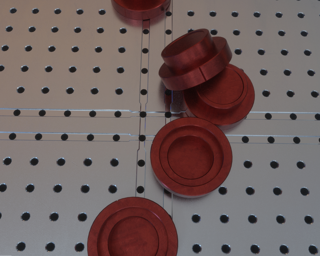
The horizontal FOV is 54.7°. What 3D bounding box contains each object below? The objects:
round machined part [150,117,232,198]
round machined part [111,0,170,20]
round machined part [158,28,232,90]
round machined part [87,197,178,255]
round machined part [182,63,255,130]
[{"bbox_3d":[0.037,0.039,0.389,0.099,0.042,0.098,0,70,-1],"label":"round machined part"},{"bbox_3d":[-0.031,-0.222,0.484,0.099,0.042,0.098,0,70,-1],"label":"round machined part"},{"bbox_3d":[0.041,-0.095,0.408,0.098,0.098,0.042,-39,118,-13],"label":"round machined part"},{"bbox_3d":[-0.030,0.131,0.355,0.099,0.042,0.098,0,70,-1],"label":"round machined part"},{"bbox_3d":[0.080,-0.049,0.422,0.099,0.042,0.098,0,70,-1],"label":"round machined part"}]
